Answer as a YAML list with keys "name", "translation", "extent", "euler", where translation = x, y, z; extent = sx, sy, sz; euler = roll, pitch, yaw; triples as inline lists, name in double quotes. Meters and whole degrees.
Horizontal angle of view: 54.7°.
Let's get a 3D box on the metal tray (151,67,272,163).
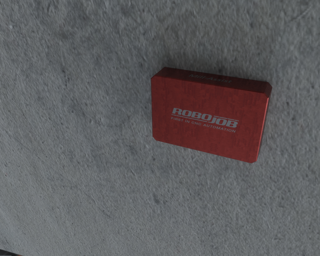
- name: "metal tray"
  translation: [0.055, -0.016, 0.363]
  extent: [0.130, 0.030, 0.089]
  euler: [13, 124, 20]
